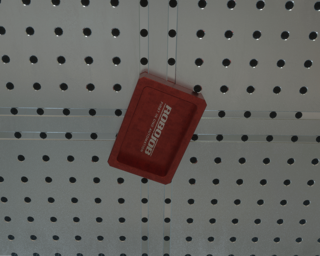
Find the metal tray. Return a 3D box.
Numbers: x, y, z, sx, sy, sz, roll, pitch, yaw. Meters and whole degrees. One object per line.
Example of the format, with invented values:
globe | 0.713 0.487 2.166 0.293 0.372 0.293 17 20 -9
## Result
metal tray | -0.006 0.003 0.411 0.090 0.030 0.129 20 109 -8
